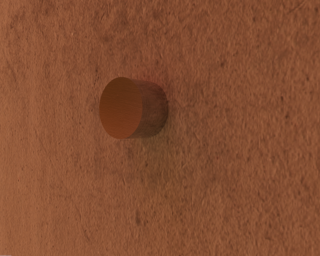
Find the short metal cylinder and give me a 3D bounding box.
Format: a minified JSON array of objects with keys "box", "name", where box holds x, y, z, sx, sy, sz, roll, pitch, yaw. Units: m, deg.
[{"box":[-0.036,-0.026,0.416,0.080,0.050,0.079,0,90,39],"name":"short metal cylinder"}]
